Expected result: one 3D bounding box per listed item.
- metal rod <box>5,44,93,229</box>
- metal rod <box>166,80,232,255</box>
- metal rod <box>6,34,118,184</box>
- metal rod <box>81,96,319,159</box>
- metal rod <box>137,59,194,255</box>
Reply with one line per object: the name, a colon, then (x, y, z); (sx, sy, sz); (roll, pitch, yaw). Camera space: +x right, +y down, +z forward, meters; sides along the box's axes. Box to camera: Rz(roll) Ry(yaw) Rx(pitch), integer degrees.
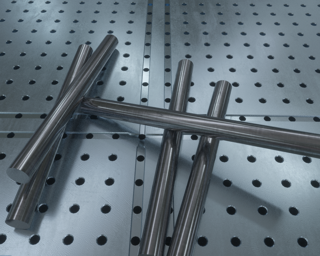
metal rod: (-0.136, -0.014, 0.417); (0.025, 0.025, 0.300); (4, 50, 3)
metal rod: (0.050, 0.048, 0.367); (0.025, 0.025, 0.300); (14, 51, 11)
metal rod: (-0.114, -0.050, 0.424); (0.025, 0.025, 0.300); (9, 43, 7)
metal rod: (0.032, -0.006, 0.374); (0.301, 0.025, 0.025); (11, 50, 24)
metal rod: (0.016, 0.014, 0.396); (0.025, 0.025, 0.300); (8, 50, 6)
